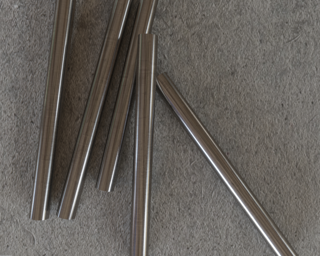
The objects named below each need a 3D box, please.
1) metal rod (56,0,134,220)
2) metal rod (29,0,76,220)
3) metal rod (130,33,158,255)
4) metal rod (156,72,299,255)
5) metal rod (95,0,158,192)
[{"bbox_3d":[-0.085,-0.028,0.409,0.025,0.025,0.298,15,90,0],"label":"metal rod"},{"bbox_3d":[-0.141,-0.030,0.408,0.025,0.025,0.298,7,90,0],"label":"metal rod"},{"bbox_3d":[-0.022,0.033,0.398,0.025,0.025,0.298,3,95,0],"label":"metal rod"},{"bbox_3d":[0.085,0.054,0.410,0.025,0.025,0.299,-36,90,0],"label":"metal rod"},{"bbox_3d":[-0.039,-0.065,0.409,0.025,0.025,0.298,13,90,0],"label":"metal rod"}]
